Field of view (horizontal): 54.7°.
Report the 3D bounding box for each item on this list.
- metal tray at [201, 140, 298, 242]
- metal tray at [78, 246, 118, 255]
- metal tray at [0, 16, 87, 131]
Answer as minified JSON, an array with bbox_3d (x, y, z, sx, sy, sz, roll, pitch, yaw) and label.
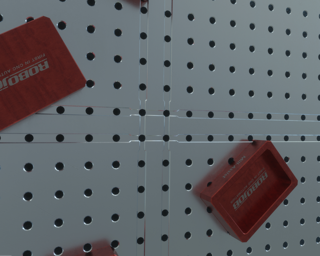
[{"bbox_3d":[0.135,0.091,0.461,0.130,0.030,0.090,-41,103,-16],"label":"metal tray"},{"bbox_3d":[-0.087,0.223,0.379,0.091,0.030,0.129,-10,94,-20],"label":"metal tray"},{"bbox_3d":[-0.163,-0.057,0.350,0.131,0.030,0.090,-32,101,-18],"label":"metal tray"}]
